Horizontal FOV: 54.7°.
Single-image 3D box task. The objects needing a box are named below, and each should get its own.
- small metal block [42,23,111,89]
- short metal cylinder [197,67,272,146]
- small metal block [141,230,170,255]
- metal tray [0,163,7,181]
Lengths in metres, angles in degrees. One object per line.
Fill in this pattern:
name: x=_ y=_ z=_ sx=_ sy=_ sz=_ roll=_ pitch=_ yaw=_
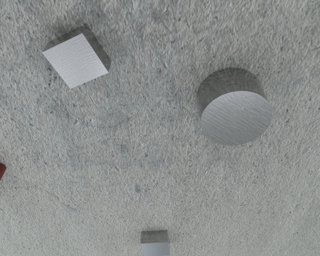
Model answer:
small metal block: x=-0.090 y=-0.078 z=0.340 sx=0.050 sy=0.025 sz=0.050 roll=-20 pitch=128 yaw=16
short metal cylinder: x=0.086 y=-0.025 z=0.370 sx=0.081 sy=0.050 sz=0.079 roll=0 pitch=130 yaw=0
small metal block: x=-0.008 y=0.223 z=0.597 sx=0.050 sy=0.025 sz=0.050 roll=-5 pitch=130 yaw=4
metal tray: x=-0.308 y=0.080 z=0.469 sx=0.090 sy=0.030 sz=0.130 roll=36 pitch=121 yaw=-27
